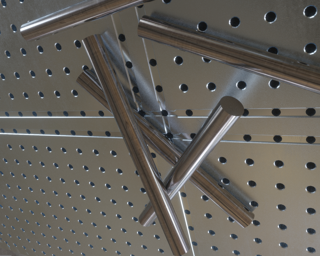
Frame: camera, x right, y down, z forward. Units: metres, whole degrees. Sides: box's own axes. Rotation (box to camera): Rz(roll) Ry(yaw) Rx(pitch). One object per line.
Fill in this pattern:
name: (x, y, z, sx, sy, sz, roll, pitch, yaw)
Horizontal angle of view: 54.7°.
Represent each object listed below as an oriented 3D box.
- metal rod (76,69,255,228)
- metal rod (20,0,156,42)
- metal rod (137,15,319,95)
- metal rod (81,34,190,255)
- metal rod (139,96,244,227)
metal rod: (0.008, 0.028, 0.423, 0.300, 0.025, 0.025, 41, 129, -1)
metal rod: (-0.050, -0.142, 0.347, 0.300, 0.025, 0.025, -5, 116, 30)
metal rod: (0.116, -0.061, 0.311, 0.301, 0.025, 0.025, 22, 126, 14)
metal rod: (-0.029, 0.025, 0.399, 0.025, 0.025, 0.299, -19, 96, 35)
metal rod: (0.022, 0.066, 0.405, 0.025, 0.025, 0.298, 34, 139, 5)
